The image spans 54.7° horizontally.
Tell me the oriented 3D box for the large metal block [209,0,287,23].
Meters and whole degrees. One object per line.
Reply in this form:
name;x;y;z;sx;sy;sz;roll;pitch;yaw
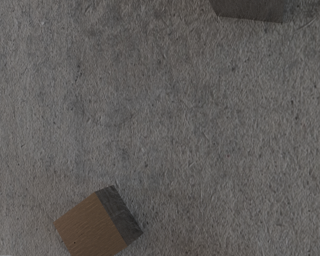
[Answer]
large metal block;0.101;-0.158;0.344;0.080;0.080;0.050;14;95;19

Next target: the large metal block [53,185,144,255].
large metal block;-0.084;0.138;0.425;0.080;0.050;0.080;-37;78;16
